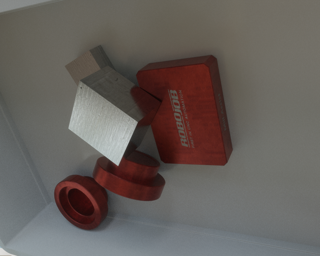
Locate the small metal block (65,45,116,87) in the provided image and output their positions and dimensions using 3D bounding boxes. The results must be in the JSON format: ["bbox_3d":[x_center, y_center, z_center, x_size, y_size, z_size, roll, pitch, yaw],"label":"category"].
[{"bbox_3d":[-0.088,-0.073,0.408,0.050,0.025,0.050,-20,108,35],"label":"small metal block"}]

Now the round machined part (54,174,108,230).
[{"bbox_3d":[-0.130,0.123,0.535,0.098,0.042,0.097,11,117,23],"label":"round machined part"}]

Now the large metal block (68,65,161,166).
[{"bbox_3d":[-0.057,-0.015,0.376,0.080,0.050,0.079,36,132,9],"label":"large metal block"}]

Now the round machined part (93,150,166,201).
[{"bbox_3d":[-0.038,0.057,0.424,0.098,0.098,0.042,22,98,14],"label":"round machined part"}]

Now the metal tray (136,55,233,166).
[{"bbox_3d":[0.032,-0.017,0.377,0.090,0.030,0.129,-1,118,28],"label":"metal tray"}]
